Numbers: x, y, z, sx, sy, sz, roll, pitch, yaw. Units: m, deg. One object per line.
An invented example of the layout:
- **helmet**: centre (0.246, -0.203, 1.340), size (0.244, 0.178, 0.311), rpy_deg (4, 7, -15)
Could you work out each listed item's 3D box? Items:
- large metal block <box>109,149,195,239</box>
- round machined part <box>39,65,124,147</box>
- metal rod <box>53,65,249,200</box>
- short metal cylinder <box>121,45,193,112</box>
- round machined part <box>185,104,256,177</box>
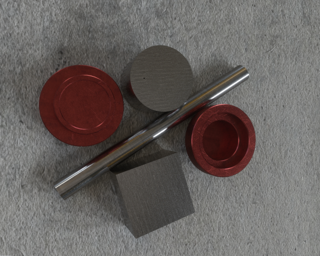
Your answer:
- **large metal block**: centre (-0.012, 0.079, 0.393), size (0.081, 0.050, 0.080), rpy_deg (-18, 96, -19)
- **round machined part**: centre (-0.091, -0.026, 0.367), size (0.099, 0.042, 0.097), rpy_deg (0, 90, -20)
- **metal rod**: centre (0.001, -0.003, 0.411), size (0.302, 0.025, 0.025), rpy_deg (-33, 101, -17)
- **short metal cylinder**: centre (-0.005, -0.059, 0.394), size (0.081, 0.050, 0.079), rpy_deg (0, 90, -20)
- **round machined part**: centre (0.079, 0.017, 0.430), size (0.099, 0.042, 0.097), rpy_deg (0, 90, -20)
